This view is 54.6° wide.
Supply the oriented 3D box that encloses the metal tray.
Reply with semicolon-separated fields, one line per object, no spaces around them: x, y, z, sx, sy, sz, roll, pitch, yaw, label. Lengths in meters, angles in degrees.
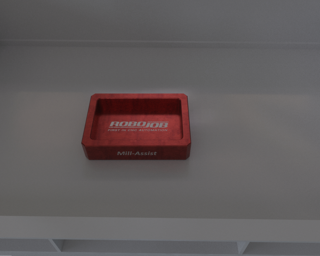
-0.028;-0.004;0.404;0.131;0.030;0.090;0;50;0;metal tray
